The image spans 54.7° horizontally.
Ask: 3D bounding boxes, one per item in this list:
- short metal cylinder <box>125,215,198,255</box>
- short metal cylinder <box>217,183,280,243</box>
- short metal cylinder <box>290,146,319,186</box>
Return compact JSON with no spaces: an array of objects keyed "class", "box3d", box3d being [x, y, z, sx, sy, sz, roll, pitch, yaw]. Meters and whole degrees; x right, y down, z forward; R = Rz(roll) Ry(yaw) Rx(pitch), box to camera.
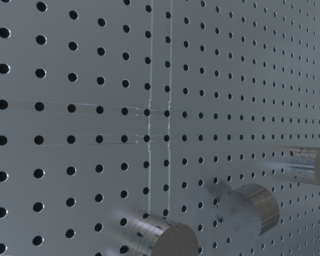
[{"class":"short metal cylinder","box3d":[0.003,0.157,0.395,0.081,0.050,0.079,0,90,-40]},{"class":"short metal cylinder","box3d":[0.139,0.132,0.489,0.050,0.080,0.079,-10,97,-40]},{"class":"short metal cylinder","box3d":[0.322,0.080,0.662,0.081,0.050,0.079,0,90,-40]}]
